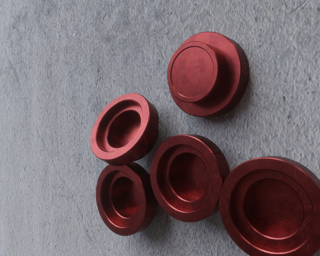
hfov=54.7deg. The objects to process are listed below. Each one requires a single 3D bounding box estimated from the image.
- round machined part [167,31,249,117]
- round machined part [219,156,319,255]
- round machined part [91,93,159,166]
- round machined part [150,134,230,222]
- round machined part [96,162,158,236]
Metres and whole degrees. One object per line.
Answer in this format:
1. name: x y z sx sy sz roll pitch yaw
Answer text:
1. round machined part: 0.047 -0.062 0.355 0.098 0.042 0.097 0 90 40
2. round machined part: 0.111 0.076 0.299 0.098 0.042 0.097 0 90 36
3. round machined part: -0.041 0.006 0.412 0.098 0.042 0.098 -20 52 27
4. round machined part: 0.039 0.056 0.362 0.098 0.042 0.097 0 90 40
5. round machined part: -0.041 0.094 0.428 0.098 0.042 0.097 0 90 40
